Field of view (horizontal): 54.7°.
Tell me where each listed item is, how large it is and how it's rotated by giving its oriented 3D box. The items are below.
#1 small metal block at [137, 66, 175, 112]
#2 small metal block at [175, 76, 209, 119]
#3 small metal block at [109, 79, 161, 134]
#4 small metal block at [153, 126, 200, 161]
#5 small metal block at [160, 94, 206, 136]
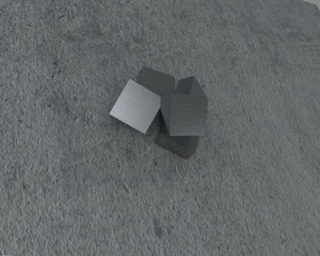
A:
[{"bbox_3d":[-0.007,-0.053,0.436,0.050,0.025,0.050,16,55,-20],"label":"small metal block"},{"bbox_3d":[0.044,-0.037,0.439,0.050,0.025,0.050,50,42,-38],"label":"small metal block"},{"bbox_3d":[-0.030,-0.027,0.392,0.050,0.025,0.050,30,88,-11],"label":"small metal block"},{"bbox_3d":[0.025,0.008,0.416,0.050,0.025,0.050,29,52,-10],"label":"small metal block"},{"bbox_3d":[0.029,-0.016,0.386,0.050,0.025,0.050,0,94,-29],"label":"small metal block"}]
